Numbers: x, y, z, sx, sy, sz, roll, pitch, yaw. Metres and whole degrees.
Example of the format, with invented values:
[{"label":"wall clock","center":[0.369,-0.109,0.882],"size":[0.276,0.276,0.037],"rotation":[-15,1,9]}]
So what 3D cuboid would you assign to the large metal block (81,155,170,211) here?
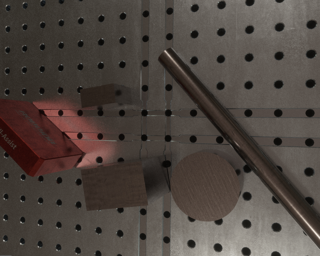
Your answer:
[{"label":"large metal block","center":[-0.041,0.068,0.397],"size":[0.080,0.080,0.050],"rotation":[-10,87,19]}]

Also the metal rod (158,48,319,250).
[{"label":"metal rod","center":[0.099,0.017,0.377],"size":[0.025,0.025,0.300],"rotation":[-42,77,15]}]

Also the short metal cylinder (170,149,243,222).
[{"label":"short metal cylinder","center":[0.059,0.067,0.378],"size":[0.080,0.050,0.079],"rotation":[0,90,19]}]

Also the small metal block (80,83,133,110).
[{"label":"small metal block","center":[-0.072,-0.042,0.424],"size":[0.050,0.050,0.025],"rotation":[-7,88,19]}]

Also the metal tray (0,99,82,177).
[{"label":"metal tray","center":[-0.185,0.010,0.441],"size":[0.130,0.090,0.030],"rotation":[41,103,15]}]
